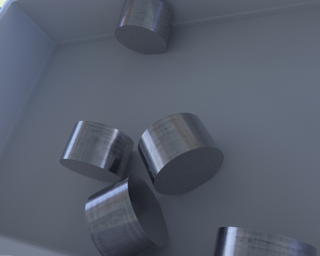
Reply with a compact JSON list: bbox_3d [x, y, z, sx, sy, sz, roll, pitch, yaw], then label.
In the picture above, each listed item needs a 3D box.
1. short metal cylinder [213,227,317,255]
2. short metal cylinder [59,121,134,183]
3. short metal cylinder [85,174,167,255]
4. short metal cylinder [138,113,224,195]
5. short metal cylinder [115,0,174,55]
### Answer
[{"bbox_3d":[0.083,0.118,0.254,0.080,0.080,0.050,1,62,29],"label":"short metal cylinder"},{"bbox_3d":[-0.079,0.032,0.392,0.080,0.080,0.050,3,63,29],"label":"short metal cylinder"},{"bbox_3d":[-0.034,0.096,0.329,0.050,0.080,0.080,-28,52,11],"label":"short metal cylinder"},{"bbox_3d":[0.022,0.029,0.341,0.080,0.080,0.050,-33,52,7],"label":"short metal cylinder"},{"bbox_3d":[-0.023,-0.155,0.473,0.080,0.080,0.050,5,74,31],"label":"short metal cylinder"}]
